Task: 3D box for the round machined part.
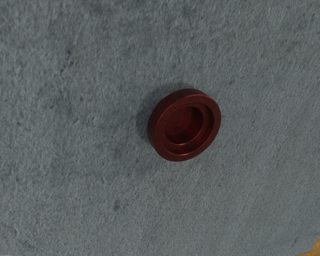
[{"bbox_3d":[0.028,-0.007,0.408,0.099,0.042,0.097,-14,125,-21],"label":"round machined part"}]
